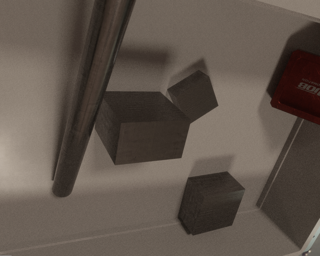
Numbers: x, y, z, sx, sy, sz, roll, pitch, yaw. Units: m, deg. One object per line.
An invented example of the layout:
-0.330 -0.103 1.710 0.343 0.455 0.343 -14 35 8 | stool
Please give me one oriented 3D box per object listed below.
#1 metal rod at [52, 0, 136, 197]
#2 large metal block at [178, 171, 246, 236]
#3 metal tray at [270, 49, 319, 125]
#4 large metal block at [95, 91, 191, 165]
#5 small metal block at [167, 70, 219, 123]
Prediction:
-0.071 -0.013 0.285 0.025 0.025 0.298 -2 144 -28 | metal rod
0.085 0.124 0.518 0.081 0.050 0.079 -4 120 -27 | large metal block
0.241 -0.052 0.449 0.030 0.130 0.089 -34 144 -60 | metal tray
-0.023 -0.004 0.359 0.081 0.080 0.050 -3 120 -27 | large metal block
0.044 -0.040 0.410 0.050 0.025 0.050 -33 129 -7 | small metal block
